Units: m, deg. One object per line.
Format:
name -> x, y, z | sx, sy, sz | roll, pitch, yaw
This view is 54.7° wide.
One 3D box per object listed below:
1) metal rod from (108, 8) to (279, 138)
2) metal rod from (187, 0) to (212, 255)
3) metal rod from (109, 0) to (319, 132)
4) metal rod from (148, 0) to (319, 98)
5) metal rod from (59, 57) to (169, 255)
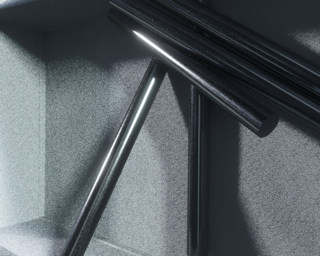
metal rod -> 0.014, -0.085, 0.364 | 0.300, 0.025, 0.025 | 46, 118, 40
metal rod -> 0.046, 0.001, 0.366 | 0.025, 0.025, 0.298 | 1, 91, 39
metal rod -> 0.055, -0.081, 0.332 | 0.300, 0.025, 0.025 | 38, 113, 24
metal rod -> 0.087, -0.087, 0.311 | 0.300, 0.025, 0.025 | 39, 114, 25
metal rod -> -0.056, 0.044, 0.374 | 0.025, 0.025, 0.299 | 14, 75, 39
